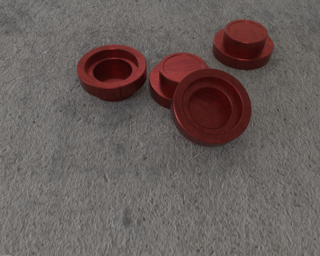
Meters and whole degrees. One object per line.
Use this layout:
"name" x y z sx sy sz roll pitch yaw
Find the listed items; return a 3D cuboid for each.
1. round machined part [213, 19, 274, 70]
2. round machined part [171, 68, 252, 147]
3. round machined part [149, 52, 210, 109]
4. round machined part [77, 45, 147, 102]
"round machined part" 0.139 -0.144 0.514 0.099 0.042 0.098 0 50 0
"round machined part" 0.062 -0.023 0.396 0.099 0.042 0.098 2 74 -8
"round machined part" 0.033 -0.074 0.454 0.099 0.042 0.098 0 50 0
"round machined part" -0.068 -0.076 0.456 0.099 0.042 0.098 0 50 0
